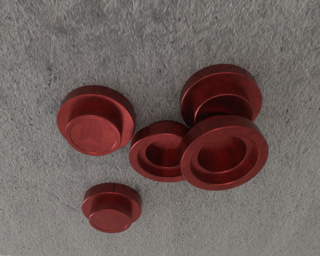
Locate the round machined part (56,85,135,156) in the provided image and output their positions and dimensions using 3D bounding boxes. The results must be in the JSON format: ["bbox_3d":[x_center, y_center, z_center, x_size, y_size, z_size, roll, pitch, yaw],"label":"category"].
[{"bbox_3d":[-0.081,-0.002,0.393,0.099,0.042,0.097,0,130,0],"label":"round machined part"}]

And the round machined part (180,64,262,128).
[{"bbox_3d":[0.074,-0.025,0.376,0.099,0.042,0.097,0,130,0],"label":"round machined part"}]

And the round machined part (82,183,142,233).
[{"bbox_3d":[-0.080,0.138,0.512,0.099,0.042,0.097,0,130,0],"label":"round machined part"}]

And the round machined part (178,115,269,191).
[{"bbox_3d":[0.069,0.024,0.357,0.099,0.042,0.097,-4,128,-5],"label":"round machined part"}]

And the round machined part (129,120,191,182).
[{"bbox_3d":[0.010,0.027,0.416,0.099,0.042,0.097,2,134,2],"label":"round machined part"}]
